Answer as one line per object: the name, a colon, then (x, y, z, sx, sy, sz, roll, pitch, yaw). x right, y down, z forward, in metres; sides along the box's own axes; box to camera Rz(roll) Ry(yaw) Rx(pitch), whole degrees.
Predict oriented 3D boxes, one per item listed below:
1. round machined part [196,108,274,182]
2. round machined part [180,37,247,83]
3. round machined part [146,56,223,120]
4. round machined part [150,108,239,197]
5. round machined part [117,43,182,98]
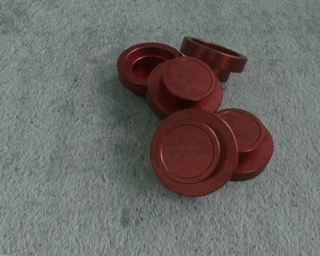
round machined part: (0.091, 0.013, 0.383, 0.099, 0.042, 0.098, 0, 50, 0)
round machined part: (0.075, -0.100, 0.460, 0.099, 0.042, 0.098, 16, 23, -7)
round machined part: (0.033, -0.052, 0.395, 0.099, 0.042, 0.098, 4, 60, -7)
round machined part: (0.035, 0.026, 0.339, 0.098, 0.042, 0.097, -2, 83, 19)
round machined part: (-0.013, -0.082, 0.462, 0.099, 0.042, 0.098, 0, 50, 0)
